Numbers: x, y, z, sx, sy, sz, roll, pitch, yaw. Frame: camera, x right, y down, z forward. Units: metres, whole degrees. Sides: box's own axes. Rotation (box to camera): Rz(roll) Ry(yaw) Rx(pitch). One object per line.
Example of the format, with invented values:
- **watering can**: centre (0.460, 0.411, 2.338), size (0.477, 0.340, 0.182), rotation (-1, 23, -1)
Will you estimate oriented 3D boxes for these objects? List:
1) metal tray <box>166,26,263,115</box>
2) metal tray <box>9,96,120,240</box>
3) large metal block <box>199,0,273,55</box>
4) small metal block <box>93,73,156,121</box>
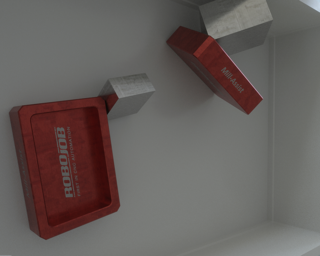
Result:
- **metal tray**: centre (0.075, -0.079, 0.427), size (0.030, 0.090, 0.130), rotation (-49, 124, 5)
- **metal tray**: centre (-0.095, 0.036, 0.324), size (0.091, 0.030, 0.129), rotation (-12, 98, -40)
- **large metal block**: centre (0.102, -0.141, 0.430), size (0.080, 0.080, 0.050), rotation (36, 37, -78)
- **small metal block**: centre (-0.041, -0.035, 0.353), size (0.050, 0.050, 0.025), rotation (-18, 72, -39)
